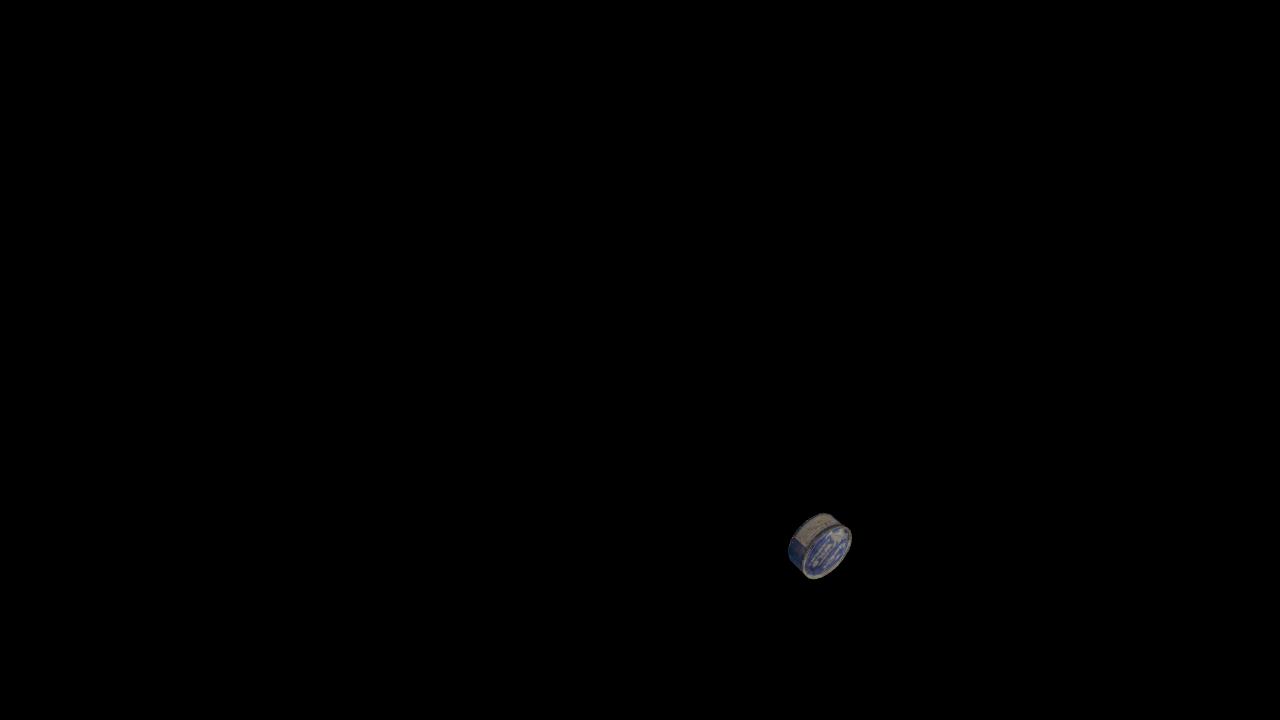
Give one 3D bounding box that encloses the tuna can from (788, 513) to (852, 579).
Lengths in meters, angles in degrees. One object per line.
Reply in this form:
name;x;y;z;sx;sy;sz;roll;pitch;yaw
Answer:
tuna can;0.237;0.245;0.813;0.084;0.084;0.034;0;24;-31
